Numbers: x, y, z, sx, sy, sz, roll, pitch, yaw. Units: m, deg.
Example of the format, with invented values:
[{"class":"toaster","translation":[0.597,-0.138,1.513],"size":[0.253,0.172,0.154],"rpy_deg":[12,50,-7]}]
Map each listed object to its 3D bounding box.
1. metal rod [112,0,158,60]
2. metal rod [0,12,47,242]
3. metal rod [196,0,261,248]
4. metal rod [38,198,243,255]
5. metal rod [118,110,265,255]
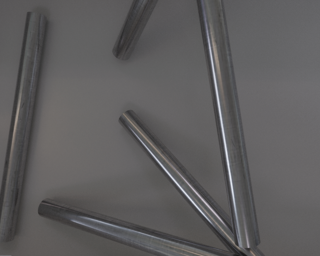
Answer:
[{"class":"metal rod","translation":[0.008,-0.171,0.298],"size":[0.025,0.298,0.025],"rpy_deg":[13,56,-20]},{"class":"metal rod","translation":[-0.185,-0.001,0.409],"size":[0.025,0.025,0.298],"rpy_deg":[8,90,0]},{"class":"metal rod","translation":[0.063,-0.034,0.301],"size":[0.025,0.025,0.298],"rpy_deg":[-9,92,0]},{"class":"metal rod","translation":[-0.019,0.124,0.346],"size":[0.301,0.025,0.025],"rpy_deg":[8,90,26]},{"class":"metal rod","translation":[0.048,0.085,0.351],"size":[0.025,0.025,0.300],"rpy_deg":[-43,66,0]}]
